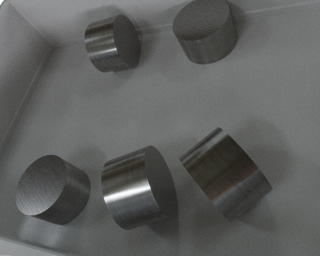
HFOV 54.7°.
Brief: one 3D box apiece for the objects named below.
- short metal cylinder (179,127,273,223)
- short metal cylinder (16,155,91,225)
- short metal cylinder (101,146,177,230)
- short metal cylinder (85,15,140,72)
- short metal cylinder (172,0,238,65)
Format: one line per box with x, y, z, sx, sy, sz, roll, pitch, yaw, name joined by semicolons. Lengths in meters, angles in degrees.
0.064;0.046;0.308;0.050;0.080;0.080;-39;51;2;short metal cylinder
-0.141;0.082;0.411;0.080;0.050;0.080;-13;56;20;short metal cylinder
-0.021;0.065;0.340;0.050;0.080;0.080;-21;54;15;short metal cylinder
-0.072;-0.131;0.487;0.050;0.080;0.080;-6;59;25;short metal cylinder
0.065;-0.138;0.439;0.080;0.050;0.080;-13;56;20;short metal cylinder
